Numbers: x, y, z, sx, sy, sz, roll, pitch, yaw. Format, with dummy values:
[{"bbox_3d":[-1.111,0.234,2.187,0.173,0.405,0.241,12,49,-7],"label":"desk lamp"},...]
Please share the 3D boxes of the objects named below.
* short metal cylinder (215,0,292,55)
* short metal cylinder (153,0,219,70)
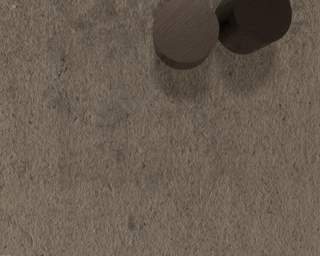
[{"bbox_3d":[0.115,-0.138,0.389,0.081,0.050,0.080,1,86,-17],"label":"short metal cylinder"},{"bbox_3d":[0.031,-0.119,0.398,0.081,0.050,0.079,0,90,0],"label":"short metal cylinder"}]
